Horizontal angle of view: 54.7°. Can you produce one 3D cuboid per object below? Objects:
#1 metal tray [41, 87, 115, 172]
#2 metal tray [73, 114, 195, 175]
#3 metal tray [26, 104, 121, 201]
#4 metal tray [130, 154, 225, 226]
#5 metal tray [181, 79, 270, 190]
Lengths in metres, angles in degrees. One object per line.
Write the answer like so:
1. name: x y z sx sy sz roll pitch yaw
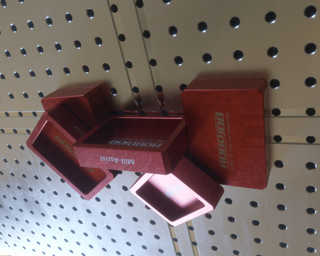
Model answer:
1. metal tray: -0.115 0.006 0.470 0.090 0.030 0.129 -1 119 28
2. metal tray: -0.031 0.016 0.393 0.130 0.090 0.030 2 119 27
3. metal tray: -0.126 0.038 0.455 0.130 0.030 0.090 44 128 -3
4. metal tray: 0.017 0.086 0.427 0.090 0.030 0.129 39 146 0
5. metal tray: 0.081 0.009 0.369 0.090 0.030 0.129 3 120 26
